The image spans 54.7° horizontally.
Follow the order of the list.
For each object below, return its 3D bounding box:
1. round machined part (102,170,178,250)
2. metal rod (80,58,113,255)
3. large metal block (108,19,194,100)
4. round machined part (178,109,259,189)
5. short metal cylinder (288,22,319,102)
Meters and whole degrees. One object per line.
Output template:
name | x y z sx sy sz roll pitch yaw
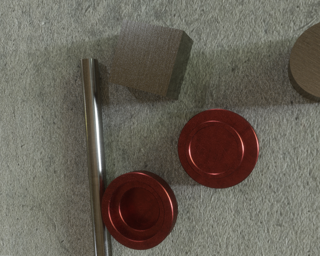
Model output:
round machined part | -0.023 0.104 0.408 0.098 0.042 0.097 0 90 20
metal rod | -0.090 0.052 0.440 0.025 0.025 0.298 -5 88 20
large metal block | -0.011 -0.086 0.400 0.080 0.050 0.080 17 96 19
round machined part | 0.068 0.025 0.376 0.098 0.042 0.097 0 90 20
short metal cylinder | 0.181 -0.069 0.332 0.080 0.050 0.080 0 90 20
